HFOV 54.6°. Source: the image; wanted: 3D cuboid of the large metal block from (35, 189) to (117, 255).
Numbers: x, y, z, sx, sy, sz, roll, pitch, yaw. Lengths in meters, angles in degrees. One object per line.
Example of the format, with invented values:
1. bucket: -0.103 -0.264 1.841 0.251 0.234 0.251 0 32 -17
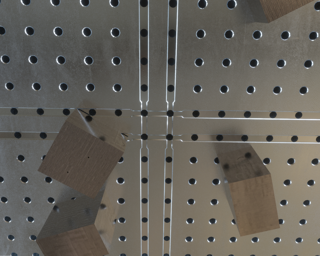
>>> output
1. large metal block: -0.112 0.139 0.434 0.080 0.080 0.050 -17 109 6

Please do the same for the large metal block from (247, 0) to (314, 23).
1. large metal block: 0.134 -0.171 0.338 0.080 0.050 0.080 -26 108 9

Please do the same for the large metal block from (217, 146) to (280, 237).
1. large metal block: 0.116 0.082 0.415 0.050 0.080 0.080 -14 110 5

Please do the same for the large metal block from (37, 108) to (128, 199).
1. large metal block: -0.100 0.034 0.412 0.080 0.050 0.080 30 107 -11
